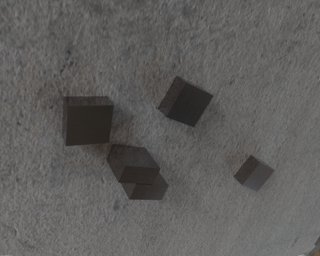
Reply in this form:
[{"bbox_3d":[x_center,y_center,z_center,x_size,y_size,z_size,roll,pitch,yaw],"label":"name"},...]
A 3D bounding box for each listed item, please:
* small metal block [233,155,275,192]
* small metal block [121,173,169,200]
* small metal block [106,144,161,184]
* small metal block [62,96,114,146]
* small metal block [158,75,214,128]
[{"bbox_3d":[0.168,0.081,0.552,0.050,0.025,0.050,26,104,-38],"label":"small metal block"},{"bbox_3d":[-0.024,0.072,0.424,0.050,0.050,0.025,10,113,-33],"label":"small metal block"},{"bbox_3d":[-0.035,0.047,0.402,0.050,0.050,0.025,10,113,-33],"label":"small metal block"},{"bbox_3d":[-0.084,-0.009,0.357,0.050,0.025,0.050,-3,120,-27],"label":"small metal block"},{"bbox_3d":[0.034,-0.034,0.406,0.050,0.025,0.050,19,108,-36],"label":"small metal block"}]
